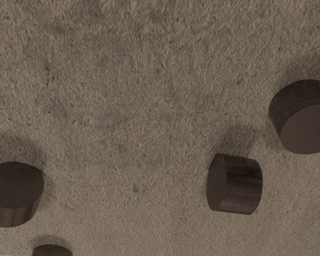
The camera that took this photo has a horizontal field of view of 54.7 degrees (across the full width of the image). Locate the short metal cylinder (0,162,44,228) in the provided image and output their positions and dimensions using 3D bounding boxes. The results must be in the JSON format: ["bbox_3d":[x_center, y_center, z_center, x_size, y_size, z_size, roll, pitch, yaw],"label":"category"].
[{"bbox_3d":[-0.215,0.096,0.449,0.081,0.080,0.050,18,128,-15],"label":"short metal cylinder"}]

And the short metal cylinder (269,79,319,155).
[{"bbox_3d":[0.182,-0.013,0.383,0.081,0.050,0.079,0,130,0],"label":"short metal cylinder"}]

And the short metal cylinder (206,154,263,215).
[{"bbox_3d":[0.103,0.080,0.441,0.050,0.080,0.079,9,130,-8],"label":"short metal cylinder"}]

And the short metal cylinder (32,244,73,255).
[{"bbox_3d":[-0.222,0.279,0.625,0.081,0.050,0.079,0,130,0],"label":"short metal cylinder"}]
